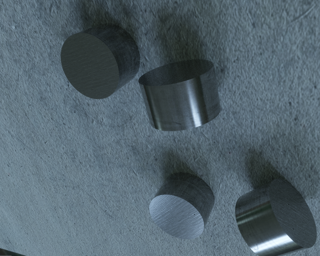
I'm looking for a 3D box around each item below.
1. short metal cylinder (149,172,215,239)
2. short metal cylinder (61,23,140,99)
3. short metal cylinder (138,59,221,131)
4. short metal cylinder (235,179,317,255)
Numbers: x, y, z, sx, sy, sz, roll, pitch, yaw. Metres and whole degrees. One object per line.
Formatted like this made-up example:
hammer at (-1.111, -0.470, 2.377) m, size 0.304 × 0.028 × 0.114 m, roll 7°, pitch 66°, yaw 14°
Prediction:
short metal cylinder at (0.032, 0.111, 0.442) m, size 0.080 × 0.050 × 0.079 m, roll 13°, pitch 124°, yaw 21°
short metal cylinder at (-0.072, -0.082, 0.378) m, size 0.080 × 0.050 × 0.079 m, roll 13°, pitch 124°, yaw 21°
short metal cylinder at (0.022, -0.037, 0.336) m, size 0.080 × 0.080 × 0.050 m, roll 0°, pitch 118°, yaw 28°
short metal cylinder at (0.136, 0.107, 0.366) m, size 0.080 × 0.080 × 0.050 m, roll 46°, pitch 129°, yaw -4°
